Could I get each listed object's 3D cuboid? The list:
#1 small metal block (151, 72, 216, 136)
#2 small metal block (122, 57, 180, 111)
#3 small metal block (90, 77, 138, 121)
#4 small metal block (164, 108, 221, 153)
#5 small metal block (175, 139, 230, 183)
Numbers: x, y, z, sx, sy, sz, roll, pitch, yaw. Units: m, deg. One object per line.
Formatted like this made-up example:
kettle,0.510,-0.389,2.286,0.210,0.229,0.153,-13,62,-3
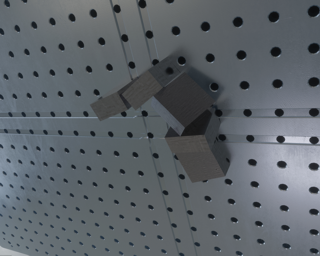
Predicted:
small metal block,0.026,-0.028,0.355,0.050,0.050,0.025,46,158,11
small metal block,-0.010,-0.053,0.368,0.025,0.050,0.050,50,129,-6
small metal block,-0.053,-0.037,0.401,0.050,0.050,0.025,-19,108,35
small metal block,0.040,0.003,0.374,0.050,0.050,0.025,-5,127,30
small metal block,0.056,0.041,0.407,0.050,0.025,0.050,-19,108,35
